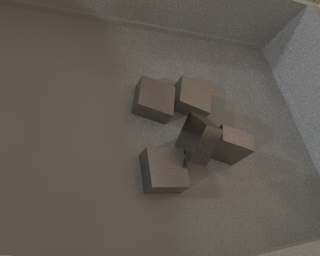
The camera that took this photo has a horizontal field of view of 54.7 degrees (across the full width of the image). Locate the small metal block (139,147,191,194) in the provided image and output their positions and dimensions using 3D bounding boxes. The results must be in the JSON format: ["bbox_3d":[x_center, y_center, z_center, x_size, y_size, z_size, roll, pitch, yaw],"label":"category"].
[{"bbox_3d":[0.005,0.052,0.377,0.050,0.025,0.050,5,60,-26],"label":"small metal block"}]

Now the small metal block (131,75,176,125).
[{"bbox_3d":[-0.008,-0.038,0.424,0.050,0.025,0.050,18,55,-18],"label":"small metal block"}]

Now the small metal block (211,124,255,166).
[{"bbox_3d":[0.093,0.024,0.425,0.050,0.050,0.025,19,55,-17],"label":"small metal block"}]

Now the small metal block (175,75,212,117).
[{"bbox_3d":[0.048,-0.044,0.458,0.050,0.025,0.050,20,54,-16],"label":"small metal block"}]

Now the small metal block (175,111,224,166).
[{"bbox_3d":[0.048,0.013,0.393,0.025,0.050,0.050,17,15,-25],"label":"small metal block"}]
